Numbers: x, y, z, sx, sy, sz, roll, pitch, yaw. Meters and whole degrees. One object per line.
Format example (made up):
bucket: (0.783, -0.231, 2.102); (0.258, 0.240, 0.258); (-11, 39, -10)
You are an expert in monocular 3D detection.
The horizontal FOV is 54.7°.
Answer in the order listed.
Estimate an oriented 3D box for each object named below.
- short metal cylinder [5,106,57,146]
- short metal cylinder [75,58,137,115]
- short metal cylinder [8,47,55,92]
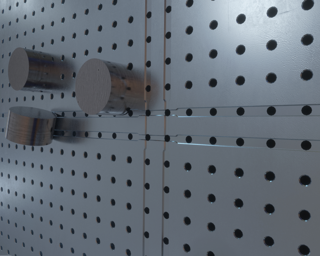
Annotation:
short metal cylinder: (-0.233, -0.005, 0.562); (0.080, 0.081, 0.050); (23, 104, 37)
short metal cylinder: (-0.080, -0.058, 0.456); (0.080, 0.050, 0.079); (0, 90, 39)
short metal cylinder: (-0.247, -0.109, 0.593); (0.080, 0.050, 0.079); (0, 90, 39)
